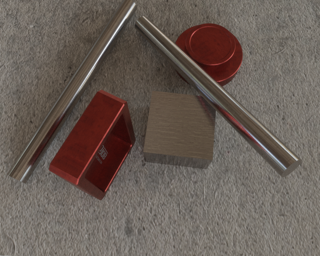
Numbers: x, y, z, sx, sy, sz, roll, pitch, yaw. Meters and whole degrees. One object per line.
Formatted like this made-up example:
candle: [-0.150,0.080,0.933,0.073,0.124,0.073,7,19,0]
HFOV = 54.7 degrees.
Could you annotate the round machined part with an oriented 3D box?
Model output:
round machined part: [0.069,-0.108,0.439,0.099,0.042,0.098,0,70,-1]

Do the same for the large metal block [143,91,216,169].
large metal block: [0.025,0.004,0.394,0.080,0.050,0.080,7,70,2]

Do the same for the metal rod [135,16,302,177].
metal rod: [0.051,-0.059,0.383,0.025,0.025,0.300,-31,56,-11]

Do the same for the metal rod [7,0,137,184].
metal rod: [-0.112,-0.063,0.429,0.025,0.025,0.300,25,72,8]

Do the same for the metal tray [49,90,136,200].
metal tray: [-0.065,0.026,0.342,0.030,0.130,0.090,26,72,9]
